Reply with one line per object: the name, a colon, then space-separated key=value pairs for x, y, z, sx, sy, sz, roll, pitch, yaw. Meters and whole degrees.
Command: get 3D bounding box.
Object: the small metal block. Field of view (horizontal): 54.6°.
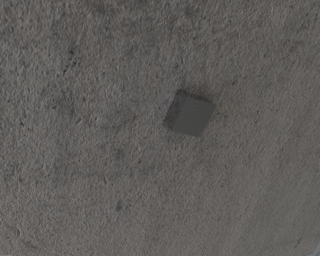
small metal block: x=0.040 y=-0.019 z=0.416 sx=0.050 sy=0.025 sz=0.050 roll=12 pitch=112 yaw=-34
